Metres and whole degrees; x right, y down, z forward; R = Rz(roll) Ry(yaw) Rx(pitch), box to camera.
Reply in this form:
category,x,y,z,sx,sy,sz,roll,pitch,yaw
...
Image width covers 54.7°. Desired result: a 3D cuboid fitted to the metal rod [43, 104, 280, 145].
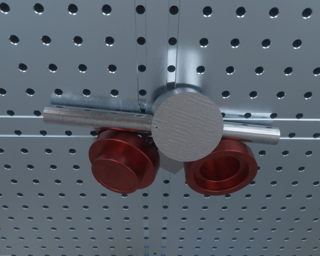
category,x,y,z,sx,sy,sz,roll,pitch,yaw
metal rod,0.006,-0.004,0.404,0.302,0.025,0.025,5,130,-5

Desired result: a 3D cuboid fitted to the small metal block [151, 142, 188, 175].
category,x,y,z,sx,sy,sz,roll,pitch,yaw
small metal block,0.016,0.033,0.435,0.050,0.025,0.050,29,124,-23

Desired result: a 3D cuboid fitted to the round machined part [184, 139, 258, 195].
category,x,y,z,sx,sy,sz,roll,pitch,yaw
round machined part,0.083,0.049,0.436,0.099,0.042,0.097,-2,133,-2

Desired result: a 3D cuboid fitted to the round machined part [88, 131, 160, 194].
category,x,y,z,sx,sy,sz,roll,pitch,yaw
round machined part,-0.053,0.052,0.423,0.098,0.042,0.097,12,133,13

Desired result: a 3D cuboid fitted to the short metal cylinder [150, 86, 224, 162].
category,x,y,z,sx,sy,sz,roll,pitch,yaw
short metal cylinder,0.029,-0.006,0.366,0.081,0.050,0.079,-1,105,-3
